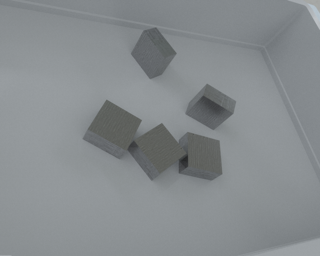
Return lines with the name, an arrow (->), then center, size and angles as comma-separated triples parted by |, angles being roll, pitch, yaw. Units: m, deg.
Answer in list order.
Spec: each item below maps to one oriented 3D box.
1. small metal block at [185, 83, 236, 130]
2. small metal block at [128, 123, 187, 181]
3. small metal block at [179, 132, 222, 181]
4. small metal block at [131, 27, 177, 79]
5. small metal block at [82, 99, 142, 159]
small metal block -> 0.073, -0.029, 0.449 | 0.050, 0.050, 0.025 | 29, 52, -10
small metal block -> -0.004, 0.029, 0.387 | 0.050, 0.025, 0.050 | -33, 80, -38
small metal block -> 0.053, 0.038, 0.413 | 0.050, 0.025, 0.050 | 15, 56, -20
small metal block -> -0.010, -0.108, 0.452 | 0.025, 0.050, 0.050 | -29, 78, -38
small metal block -> -0.057, 0.002, 0.375 | 0.050, 0.025, 0.050 | 31, 52, -9
